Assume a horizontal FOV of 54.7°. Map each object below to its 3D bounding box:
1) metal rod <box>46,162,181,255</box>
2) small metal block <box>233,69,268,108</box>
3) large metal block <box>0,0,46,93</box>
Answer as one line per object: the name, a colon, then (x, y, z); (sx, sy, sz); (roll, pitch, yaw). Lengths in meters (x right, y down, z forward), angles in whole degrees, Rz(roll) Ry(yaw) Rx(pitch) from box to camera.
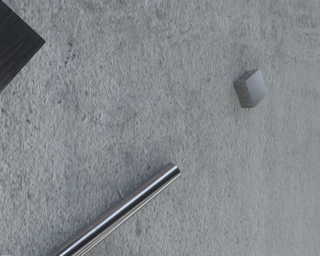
metal rod: (-0.085, 0.125, 0.335); (0.302, 0.025, 0.025); (-33, 111, -35)
small metal block: (0.159, -0.069, 0.541); (0.050, 0.025, 0.050); (-39, 114, -33)
large metal block: (-0.160, -0.069, 0.255); (0.080, 0.050, 0.080); (45, 63, -31)
